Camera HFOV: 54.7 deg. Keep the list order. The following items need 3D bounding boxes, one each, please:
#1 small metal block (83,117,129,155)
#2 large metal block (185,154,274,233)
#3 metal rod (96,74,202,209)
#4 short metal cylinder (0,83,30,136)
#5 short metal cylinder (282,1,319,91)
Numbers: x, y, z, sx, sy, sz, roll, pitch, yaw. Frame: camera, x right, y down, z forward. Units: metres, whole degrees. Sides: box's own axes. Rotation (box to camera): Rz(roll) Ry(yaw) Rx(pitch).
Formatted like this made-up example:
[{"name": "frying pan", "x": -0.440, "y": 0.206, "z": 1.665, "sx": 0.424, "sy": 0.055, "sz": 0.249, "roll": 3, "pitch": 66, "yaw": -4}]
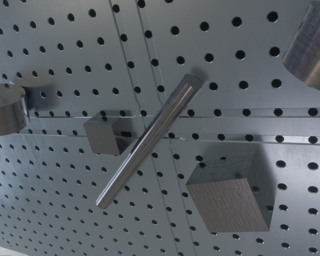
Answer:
[{"name": "small metal block", "x": -0.080, "y": 0.011, "z": 0.460, "sx": 0.050, "sy": 0.025, "sz": 0.050, "roll": 2, "pitch": 120, "yaw": 27}, {"name": "large metal block", "x": 0.092, "y": 0.086, "z": 0.400, "sx": 0.080, "sy": 0.050, "sz": 0.080, "roll": -14, "pitch": 111, "yaw": 34}, {"name": "metal rod", "x": -0.031, "y": 0.039, "z": 0.451, "sx": 0.025, "sy": 0.025, "sz": 0.298, "roll": 38, "pitch": 129, "yaw": 2}, {"name": "short metal cylinder", "x": -0.252, "y": -0.030, "z": 0.490, "sx": 0.080, "sy": 0.080, "sz": 0.050, "roll": 17, "pitch": 125, "yaw": 18}, {"name": "short metal cylinder", "x": 0.151, "y": -0.065, "z": 0.256, "sx": 0.080, "sy": 0.080, "sz": 0.050, "roll": 26, "pitch": 128, "yaw": 12}]
